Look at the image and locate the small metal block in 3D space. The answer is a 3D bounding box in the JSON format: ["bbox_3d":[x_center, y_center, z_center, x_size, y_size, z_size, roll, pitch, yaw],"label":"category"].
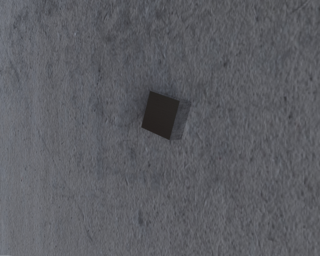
[{"bbox_3d":[0.008,-0.017,0.400,0.050,0.025,0.050,24,105,37],"label":"small metal block"}]
